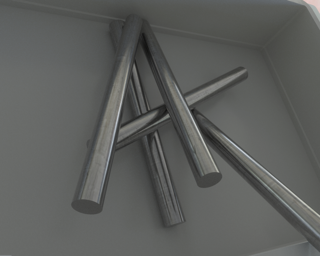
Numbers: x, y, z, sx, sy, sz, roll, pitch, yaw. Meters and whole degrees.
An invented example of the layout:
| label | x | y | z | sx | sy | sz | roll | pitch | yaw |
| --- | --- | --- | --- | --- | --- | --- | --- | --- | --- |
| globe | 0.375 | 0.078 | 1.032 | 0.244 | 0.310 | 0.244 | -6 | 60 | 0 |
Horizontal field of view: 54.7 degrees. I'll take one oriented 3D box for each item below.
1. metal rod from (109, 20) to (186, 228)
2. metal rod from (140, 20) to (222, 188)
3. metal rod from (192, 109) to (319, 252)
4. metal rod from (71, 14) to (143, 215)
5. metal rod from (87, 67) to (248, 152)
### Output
| label | x | y | z | sx | sy | sz | roll | pitch | yaw |
| --- | --- | --- | --- | --- | --- | --- | --- | --- | --- |
| metal rod | -0.023 | -0.022 | 0.408 | 0.025 | 0.025 | 0.299 | -3 | 63 | -30 |
| metal rod | 0.009 | -0.056 | 0.391 | 0.025 | 0.025 | 0.300 | 6 | 42 | -26 |
| metal rod | 0.107 | 0.053 | 0.334 | 0.025 | 0.025 | 0.300 | -2 | 31 | -30 |
| metal rod | -0.048 | -0.046 | 0.351 | 0.025 | 0.025 | 0.300 | 21 | 45 | -16 |
| metal rod | 0.033 | -0.033 | 0.415 | 0.302 | 0.025 | 0.025 | -29 | 78 | -40 |
